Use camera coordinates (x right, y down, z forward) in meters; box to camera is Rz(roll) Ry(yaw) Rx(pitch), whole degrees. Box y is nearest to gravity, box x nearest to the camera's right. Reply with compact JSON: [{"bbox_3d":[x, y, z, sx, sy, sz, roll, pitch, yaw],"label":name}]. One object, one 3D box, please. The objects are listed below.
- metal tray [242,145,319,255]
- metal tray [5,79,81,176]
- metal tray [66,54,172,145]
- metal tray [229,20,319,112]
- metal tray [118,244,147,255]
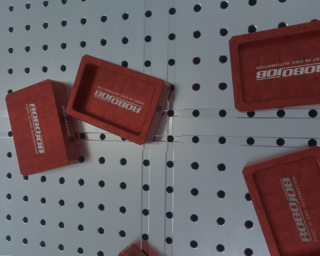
[{"bbox_3d":[0.159,0.093,0.353,0.090,0.030,0.129,-20,84,19],"label":"metal tray"},{"bbox_3d":[-0.180,0.001,0.474,0.090,0.030,0.129,-16,85,19],"label":"metal tray"},{"bbox_3d":[-0.060,-0.040,0.431,0.130,0.030,0.090,21,97,18],"label":"metal tray"},{"bbox_3d":[0.150,-0.069,0.356,0.130,0.030,0.090,-5,88,20],"label":"metal tray"},{"bbox_3d":[-0.017,0.234,0.416,0.130,0.030,0.090,34,101,17],"label":"metal tray"}]
